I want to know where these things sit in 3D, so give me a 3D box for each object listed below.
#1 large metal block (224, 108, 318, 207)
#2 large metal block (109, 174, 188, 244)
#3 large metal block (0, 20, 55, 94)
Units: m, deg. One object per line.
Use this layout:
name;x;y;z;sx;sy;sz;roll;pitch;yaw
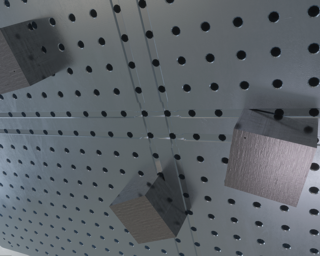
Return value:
large metal block;0.123;0.032;0.350;0.080;0.050;0.079;14;124;20
large metal block;-0.017;0.128;0.484;0.080;0.050;0.080;-26;105;37
large metal block;-0.214;-0.099;0.447;0.080;0.050;0.080;-7;115;31
